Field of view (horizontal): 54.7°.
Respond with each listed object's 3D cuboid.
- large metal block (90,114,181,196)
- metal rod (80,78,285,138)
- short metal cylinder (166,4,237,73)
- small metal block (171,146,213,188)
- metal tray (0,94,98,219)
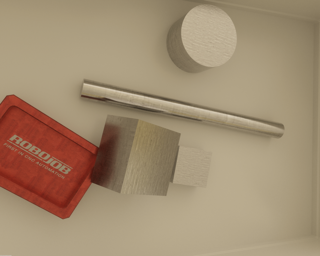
[{"bbox_3d":[-0.026,0.034,0.370,0.080,0.050,0.080,19,83,-50],"label":"large metal block"},{"bbox_3d":[0.045,-0.022,0.428,0.302,0.025,0.025,11,87,-20],"label":"metal rod"},{"bbox_3d":[0.055,-0.118,0.419,0.081,0.050,0.079,0,90,-21],"label":"short metal cylinder"},{"bbox_3d":[0.040,0.052,0.427,0.050,0.025,0.050,12,86,-20],"label":"small metal block"},{"bbox_3d":[-0.139,0.034,0.356,0.130,0.030,0.090,35,78,-17],"label":"metal tray"}]
